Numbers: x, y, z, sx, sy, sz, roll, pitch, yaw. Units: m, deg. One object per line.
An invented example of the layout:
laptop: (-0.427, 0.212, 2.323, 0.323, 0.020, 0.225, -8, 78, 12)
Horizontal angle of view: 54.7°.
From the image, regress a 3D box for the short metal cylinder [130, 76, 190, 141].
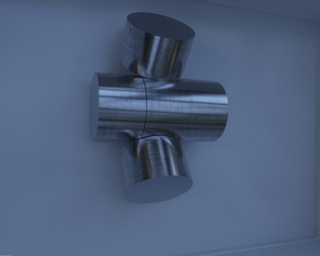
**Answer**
short metal cylinder: (-0.004, -0.022, 0.378, 0.050, 0.080, 0.080, 1, 90, -20)

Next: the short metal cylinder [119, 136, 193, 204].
short metal cylinder: (-0.006, 0.052, 0.370, 0.081, 0.080, 0.050, 0, 56, -20)

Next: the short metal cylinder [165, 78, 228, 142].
short metal cylinder: (0.044, -0.022, 0.396, 0.050, 0.080, 0.080, 1, 90, -20)

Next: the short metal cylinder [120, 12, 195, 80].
short metal cylinder: (-0.004, -0.099, 0.370, 0.081, 0.080, 0.050, 2, 127, -20)

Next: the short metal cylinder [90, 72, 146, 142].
short metal cylinder: (-0.052, -0.023, 0.361, 0.050, 0.080, 0.080, 1, 90, -20)
